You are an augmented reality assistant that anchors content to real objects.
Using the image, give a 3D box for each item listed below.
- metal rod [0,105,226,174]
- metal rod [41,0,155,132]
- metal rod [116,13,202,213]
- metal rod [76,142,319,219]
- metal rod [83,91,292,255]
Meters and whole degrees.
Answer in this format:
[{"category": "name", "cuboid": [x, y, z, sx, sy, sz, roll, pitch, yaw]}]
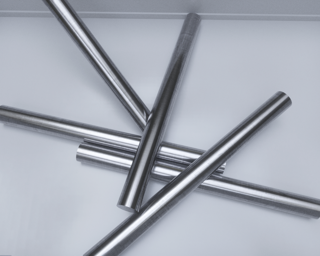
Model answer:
[{"category": "metal rod", "cuboid": [-0.065, 0.014, 0.403, 0.302, 0.025, 0.025, 13, 71, 4]}, {"category": "metal rod", "cuboid": [-0.096, -0.113, 0.384, 0.025, 0.025, 0.299, -39, 100, -13]}, {"category": "metal rod", "cuboid": [0.008, -0.039, 0.402, 0.025, 0.025, 0.300, 16, 63, 6]}, {"category": "metal rod", "cuboid": [0.044, 0.064, 0.386, 0.302, 0.025, 0.025, 13, 71, 4]}, {"category": "metal rod", "cuboid": [0.041, 0.054, 0.362, 0.301, 0.025, 0.025, -38, 75, -12]}]
